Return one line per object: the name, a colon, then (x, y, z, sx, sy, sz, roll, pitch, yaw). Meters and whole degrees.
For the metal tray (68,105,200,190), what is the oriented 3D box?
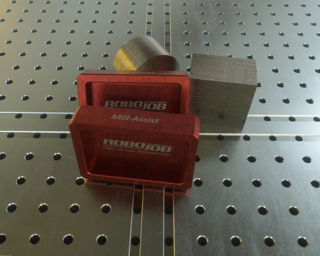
metal tray: (-0.026, 0.023, 0.343, 0.131, 0.089, 0.030, 6, 43, 4)

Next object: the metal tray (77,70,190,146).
metal tray: (-0.031, -0.024, 0.383, 0.131, 0.089, 0.030, 1, 20, 0)

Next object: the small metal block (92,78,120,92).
small metal block: (-0.078, -0.045, 0.429, 0.050, 0.050, 0.025, -29, 56, -22)

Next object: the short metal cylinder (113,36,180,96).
short metal cylinder: (-0.020, -0.083, 0.441, 0.081, 0.080, 0.050, -25, 55, -20)

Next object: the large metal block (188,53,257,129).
large metal block: (0.078, -0.048, 0.414, 0.080, 0.080, 0.050, 7, 50, 5)
